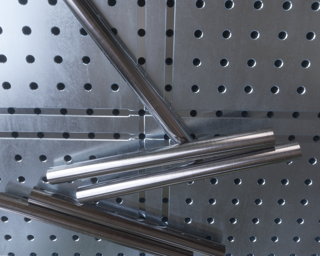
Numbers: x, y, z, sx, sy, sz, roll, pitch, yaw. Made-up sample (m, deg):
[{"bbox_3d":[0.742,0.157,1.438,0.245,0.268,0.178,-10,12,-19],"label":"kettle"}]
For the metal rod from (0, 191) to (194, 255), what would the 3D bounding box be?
[{"bbox_3d":[-0.093,0.154,0.468,0.302,0.025,0.025,20,109,-8],"label":"metal rod"}]

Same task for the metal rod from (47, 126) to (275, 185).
[{"bbox_3d":[-0.008,0.039,0.406,0.301,0.025,0.025,-11,110,12],"label":"metal rod"}]

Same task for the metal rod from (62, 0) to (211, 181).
[{"bbox_3d":[-0.019,-0.047,0.395,0.025,0.025,0.300,-35,107,11],"label":"metal rod"}]

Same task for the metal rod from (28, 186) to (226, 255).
[{"bbox_3d":[-0.044,0.145,0.466,0.302,0.025,0.025,20,109,-8],"label":"metal rod"}]

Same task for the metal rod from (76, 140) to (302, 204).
[{"bbox_3d":[0.028,0.062,0.413,0.301,0.025,0.025,-14,110,14],"label":"metal rod"}]
